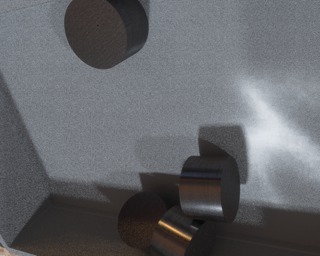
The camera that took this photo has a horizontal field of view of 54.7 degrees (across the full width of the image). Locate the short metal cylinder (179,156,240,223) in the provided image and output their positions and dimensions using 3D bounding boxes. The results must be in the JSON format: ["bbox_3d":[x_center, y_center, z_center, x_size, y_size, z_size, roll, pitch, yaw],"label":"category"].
[{"bbox_3d":[0.064,0.075,0.386,0.050,0.080,0.080,-2,117,29],"label":"short metal cylinder"}]

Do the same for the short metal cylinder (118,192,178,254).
[{"bbox_3d":[-0.015,0.141,0.459,0.080,0.080,0.050,-2,151,29],"label":"short metal cylinder"}]

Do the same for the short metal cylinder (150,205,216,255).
[{"bbox_3d":[0.033,0.151,0.415,0.050,0.081,0.079,19,127,36],"label":"short metal cylinder"}]

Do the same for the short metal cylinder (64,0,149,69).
[{"bbox_3d":[-0.060,-0.114,0.354,0.080,0.050,0.079,13,124,21],"label":"short metal cylinder"}]
